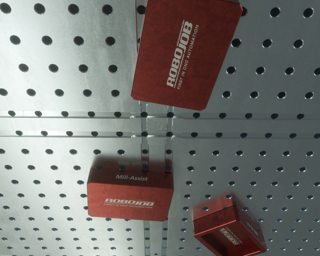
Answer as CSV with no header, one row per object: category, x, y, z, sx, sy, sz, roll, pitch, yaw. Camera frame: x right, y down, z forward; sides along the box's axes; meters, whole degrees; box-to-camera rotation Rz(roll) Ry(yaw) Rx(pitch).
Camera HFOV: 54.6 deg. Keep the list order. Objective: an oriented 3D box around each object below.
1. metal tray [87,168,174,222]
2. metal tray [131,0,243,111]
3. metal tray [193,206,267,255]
metal tray,-0.049,0.110,0.501,0.131,0.030,0.089,5,130,-5
metal tray,0.023,-0.084,0.337,0.091,0.030,0.129,9,130,-8
metal tray,0.132,0.204,0.582,0.090,0.030,0.130,-28,125,21
